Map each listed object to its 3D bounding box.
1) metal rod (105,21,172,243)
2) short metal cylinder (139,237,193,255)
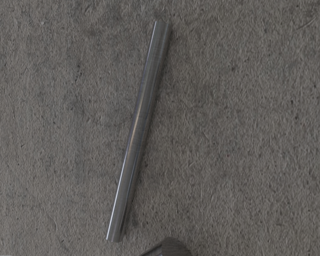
[{"bbox_3d":[-0.030,0.009,0.419,0.025,0.025,0.298,15,95,19],"label":"metal rod"},{"bbox_3d":[0.009,0.182,0.376,0.050,0.080,0.080,-38,78,16],"label":"short metal cylinder"}]
